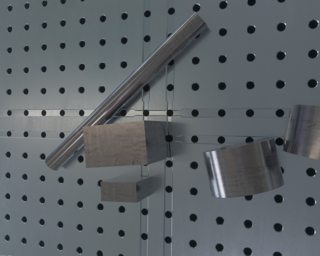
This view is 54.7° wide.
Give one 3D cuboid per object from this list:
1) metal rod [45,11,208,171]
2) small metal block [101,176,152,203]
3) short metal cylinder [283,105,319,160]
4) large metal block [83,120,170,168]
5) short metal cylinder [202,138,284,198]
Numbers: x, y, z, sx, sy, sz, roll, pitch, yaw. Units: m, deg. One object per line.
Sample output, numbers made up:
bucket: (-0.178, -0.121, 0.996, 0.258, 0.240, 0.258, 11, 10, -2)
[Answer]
metal rod: (-0.056, -0.042, 0.432, 0.299, 0.025, 0.025, -42, 77, 15)
small metal block: (-0.044, 0.081, 0.415, 0.050, 0.050, 0.025, -2, 90, 20)
short metal cylinder: (0.175, 0.007, 0.322, 0.080, 0.080, 0.050, 11, 94, 19)
large metal block: (-0.040, 0.020, 0.397, 0.080, 0.080, 0.050, -6, 88, 20)
short metal cylinder: (0.093, 0.044, 0.351, 0.080, 0.080, 0.050, -13, 86, 19)
